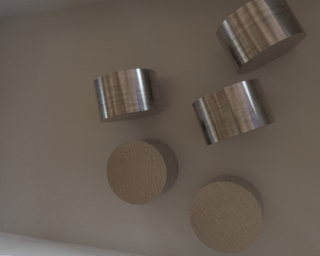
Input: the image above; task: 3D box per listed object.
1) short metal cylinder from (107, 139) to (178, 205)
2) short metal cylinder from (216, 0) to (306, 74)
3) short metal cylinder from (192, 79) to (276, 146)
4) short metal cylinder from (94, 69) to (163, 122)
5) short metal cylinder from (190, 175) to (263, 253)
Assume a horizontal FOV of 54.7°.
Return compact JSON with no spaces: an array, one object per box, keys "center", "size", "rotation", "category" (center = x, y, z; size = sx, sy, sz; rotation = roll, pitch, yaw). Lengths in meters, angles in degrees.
[{"center":[-0.021,0.054,0.404],"size":[0.080,0.050,0.079],"rotation":[0,90,19],"category":"short metal cylinder"},{"center":[0.110,-0.102,0.342],"size":[0.080,0.080,0.050],"rotation":[-29,81,17],"category":"short metal cylinder"},{"center":[0.083,-0.016,0.352],"size":[0.080,0.080,0.050],"rotation":[-21,83,18],"category":"short metal cylinder"},{"center":[-0.040,-0.039,0.394],"size":[0.080,0.080,0.050],"rotation":[-12,86,19],"category":"short metal cylinder"},{"center":[0.081,0.099,0.368],"size":[0.080,0.050,0.079],"rotation":[0,90,19],"category":"short metal cylinder"}]
